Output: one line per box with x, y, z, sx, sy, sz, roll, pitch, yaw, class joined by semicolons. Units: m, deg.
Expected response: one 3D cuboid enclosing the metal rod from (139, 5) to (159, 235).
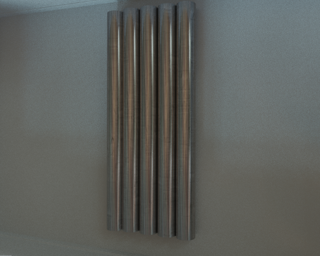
-0.015;-0.010;0.414;0.025;0.025;0.298;0;90;20;metal rod

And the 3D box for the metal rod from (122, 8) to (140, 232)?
-0.039;-0.011;0.423;0.025;0.025;0.298;0;90;20;metal rod

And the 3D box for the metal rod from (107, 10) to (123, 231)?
-0.061;-0.010;0.431;0.025;0.025;0.298;0;90;20;metal rod

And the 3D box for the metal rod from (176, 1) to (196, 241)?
0.033;-0.009;0.397;0.025;0.025;0.298;0;90;20;metal rod

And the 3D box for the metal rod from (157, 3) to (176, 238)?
0.010;-0.010;0.406;0.025;0.025;0.298;0;90;20;metal rod
